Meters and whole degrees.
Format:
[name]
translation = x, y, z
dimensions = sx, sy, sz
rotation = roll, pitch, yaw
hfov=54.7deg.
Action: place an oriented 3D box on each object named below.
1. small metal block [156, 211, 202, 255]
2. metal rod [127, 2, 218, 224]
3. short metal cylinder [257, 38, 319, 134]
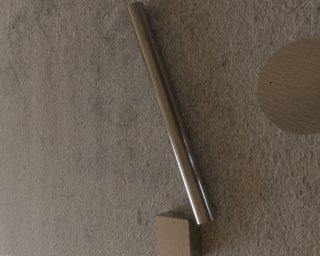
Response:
[small metal block]
translation = 0.023, 0.134, 0.386
dimensions = 0.050, 0.025, 0.050
rotation = -5, 87, 40
[metal rod]
translation = 0.010, -0.030, 0.396
dimensions = 0.025, 0.025, 0.299
rotation = -28, 72, 36
[short metal cylinder]
translation = 0.136, -0.034, 0.277
dimensions = 0.080, 0.050, 0.079
rotation = 0, 90, 40
